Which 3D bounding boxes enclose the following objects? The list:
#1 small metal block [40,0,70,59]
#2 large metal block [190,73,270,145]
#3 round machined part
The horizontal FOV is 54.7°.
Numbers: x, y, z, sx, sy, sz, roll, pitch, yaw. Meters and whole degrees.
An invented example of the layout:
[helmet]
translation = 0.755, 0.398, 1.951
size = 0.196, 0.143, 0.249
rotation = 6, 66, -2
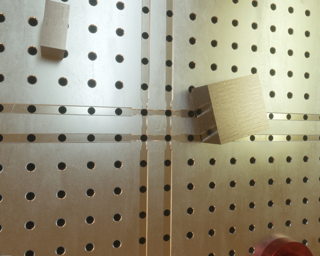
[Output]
[small metal block]
translation = -0.120, -0.111, 0.355
size = 0.025, 0.050, 0.050
rotation = 6, 88, -20
[large metal block]
translation = 0.098, -0.027, 0.435
size = 0.081, 0.050, 0.080
rotation = -15, 95, -19
[round machined part]
translation = 0.204, 0.226, 0.479
size = 0.099, 0.042, 0.097
rotation = 0, 90, -20
